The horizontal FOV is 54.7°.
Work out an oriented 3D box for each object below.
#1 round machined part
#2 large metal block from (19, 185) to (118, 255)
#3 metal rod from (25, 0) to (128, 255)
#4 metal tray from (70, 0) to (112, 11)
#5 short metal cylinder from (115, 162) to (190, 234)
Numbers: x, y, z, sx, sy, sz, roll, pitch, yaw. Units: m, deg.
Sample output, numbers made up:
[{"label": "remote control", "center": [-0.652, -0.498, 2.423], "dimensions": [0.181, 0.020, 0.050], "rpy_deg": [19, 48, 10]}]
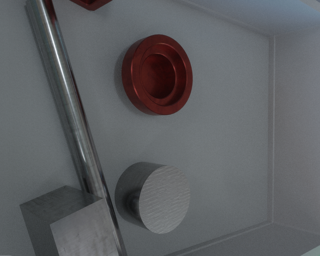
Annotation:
[{"label": "round machined part", "center": [-0.008, -0.064, 0.391], "dimensions": [0.099, 0.042, 0.097], "rpy_deg": [0, 90, -40]}, {"label": "large metal block", "center": [-0.087, 0.108, 0.300], "dimensions": [0.050, 0.080, 0.079], "rpy_deg": [-21, 104, -38]}, {"label": "metal rod", "center": [-0.085, 0.015, 0.336], "dimensions": [0.025, 0.025, 0.298], "rpy_deg": [-23, 105, -38]}, {"label": "metal tray", "center": [-0.067, -0.158, 0.283], "dimensions": [0.091, 0.130, 0.030], "rpy_deg": [17, 79, -39]}, {"label": "short metal cylinder", "center": [-0.009, 0.084, 0.385], "dimensions": [0.081, 0.050, 0.079], "rpy_deg": [0, 90, -40]}]
